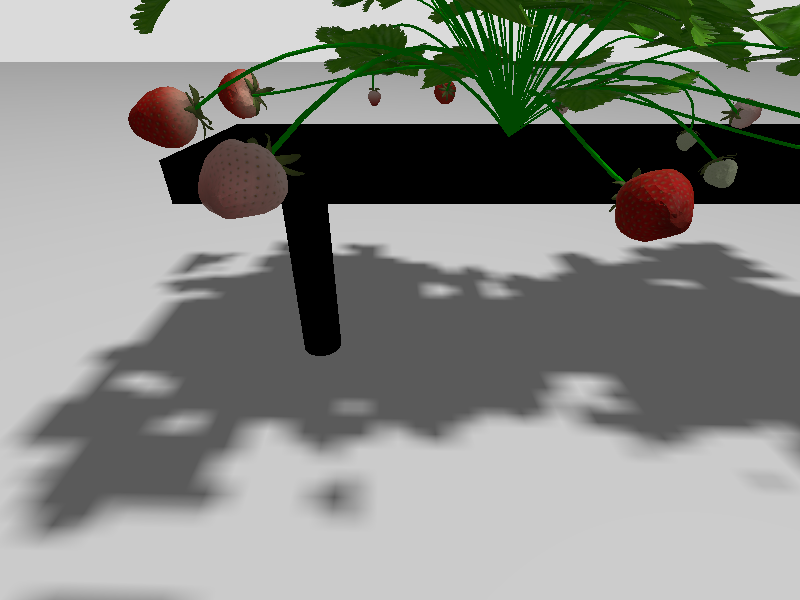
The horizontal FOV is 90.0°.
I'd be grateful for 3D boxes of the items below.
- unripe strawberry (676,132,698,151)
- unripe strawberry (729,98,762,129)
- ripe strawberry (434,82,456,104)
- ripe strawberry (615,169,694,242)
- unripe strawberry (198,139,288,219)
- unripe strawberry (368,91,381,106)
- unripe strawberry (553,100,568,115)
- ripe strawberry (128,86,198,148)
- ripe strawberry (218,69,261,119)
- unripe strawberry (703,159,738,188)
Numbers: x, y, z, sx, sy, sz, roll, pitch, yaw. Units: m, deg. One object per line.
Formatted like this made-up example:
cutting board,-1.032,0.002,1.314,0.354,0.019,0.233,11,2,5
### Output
unripe strawberry,0.185,-0.102,0.258,0.011,0.011,0.011,23,39,32
unripe strawberry,0.311,-0.167,0.359,0.025,0.024,0.023,-4,32,-10
ripe strawberry,0.057,-0.269,0.518,0.028,0.029,0.030,-4,23,-7
ripe strawberry,0.092,-0.032,0.143,0.025,0.026,0.027,0,33,-1
unripe strawberry,-0.064,-0.046,0.158,0.034,0.031,0.031,23,-28,32
unripe strawberry,-0.031,-0.248,0.493,0.016,0.017,0.018,-18,36,-26
unripe strawberry,0.175,-0.211,0.433,0.018,0.019,0.019,19,36,28
ripe strawberry,-0.162,-0.125,0.276,0.043,0.037,0.043,-15,34,-4
ripe strawberry,-0.162,-0.207,0.403,0.042,0.044,0.039,12,34,19
unripe strawberry,0.162,-0.063,0.203,0.015,0.014,0.014,-15,-9,-22
